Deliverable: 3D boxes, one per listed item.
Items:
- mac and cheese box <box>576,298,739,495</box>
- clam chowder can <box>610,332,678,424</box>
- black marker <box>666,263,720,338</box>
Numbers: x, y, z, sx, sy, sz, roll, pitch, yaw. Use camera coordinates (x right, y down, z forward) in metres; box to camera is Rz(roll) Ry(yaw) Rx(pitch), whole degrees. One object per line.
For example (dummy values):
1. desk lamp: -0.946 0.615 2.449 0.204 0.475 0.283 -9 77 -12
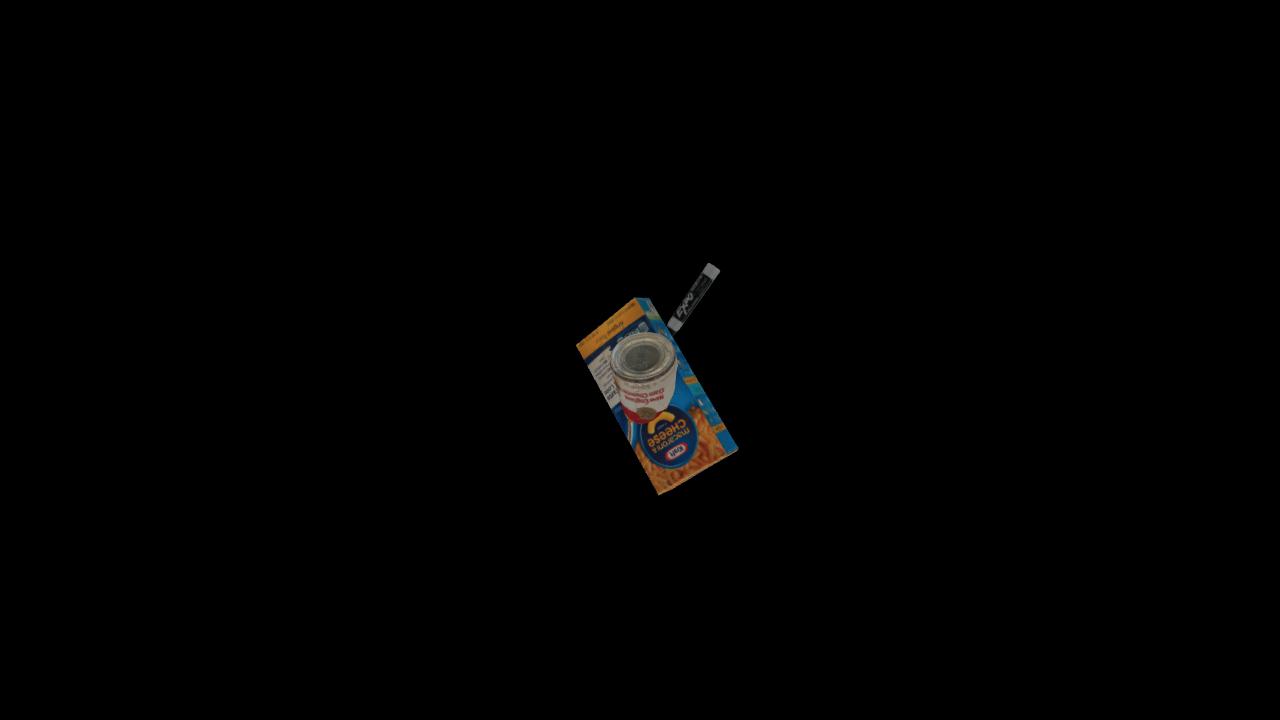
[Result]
1. mac and cheese box: 0.015 0.036 0.640 0.093 0.184 0.041 -36 -14 24
2. clam chowder can: 0.010 0.029 0.634 0.068 0.068 0.102 0 -44 12
3. black marker: 0.058 -0.065 0.762 0.020 0.121 0.020 34 5 -4
